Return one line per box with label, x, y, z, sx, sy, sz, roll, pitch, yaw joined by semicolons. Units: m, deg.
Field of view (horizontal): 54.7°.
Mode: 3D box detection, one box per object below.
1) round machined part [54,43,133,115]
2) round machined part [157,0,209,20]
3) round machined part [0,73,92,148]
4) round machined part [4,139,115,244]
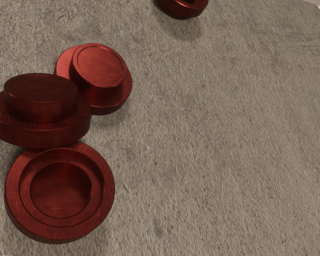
round machined part;-0.081;-0.068;0.392;0.099;0.042;0.098;14;56;-21
round machined part;0.034;-0.235;0.557;0.099;0.042;0.098;14;56;-21
round machined part;-0.120;-0.024;0.316;0.099;0.042;0.098;10;30;-5
round machined part;-0.098;0.063;0.303;0.099;0.042;0.098;14;56;-21
